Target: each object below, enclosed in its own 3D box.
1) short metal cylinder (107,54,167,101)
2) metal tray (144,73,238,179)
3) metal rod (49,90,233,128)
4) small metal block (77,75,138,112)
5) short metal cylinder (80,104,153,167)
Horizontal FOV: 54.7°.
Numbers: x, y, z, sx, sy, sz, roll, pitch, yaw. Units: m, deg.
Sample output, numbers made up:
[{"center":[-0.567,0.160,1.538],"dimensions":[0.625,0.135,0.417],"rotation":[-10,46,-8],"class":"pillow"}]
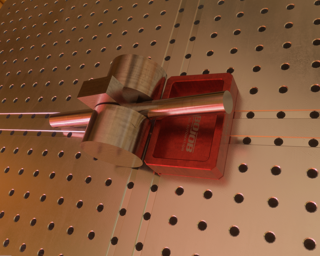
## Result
[{"center":[-0.035,-0.055,0.423],"dimensions":[0.080,0.080,0.050],"rotation":[1,62,28],"class":"short metal cylinder"},{"center":[0.041,-0.006,0.387],"dimensions":[0.090,0.030,0.130],"rotation":[1,62,28],"class":"metal tray"},{"center":[-0.049,-0.020,0.416],"dimensions":[0.300,0.025,0.025],"rotation":[-4,60,36],"class":"metal rod"},{"center":[-0.065,-0.038,0.389],"dimensions":[0.050,0.050,0.025],"rotation":[-4,60,36],"class":"small metal block"},{"center":[-0.054,0.012,0.393],"dimensions":[0.080,0.080,0.050],"rotation":[2,63,29],"class":"short metal cylinder"}]
